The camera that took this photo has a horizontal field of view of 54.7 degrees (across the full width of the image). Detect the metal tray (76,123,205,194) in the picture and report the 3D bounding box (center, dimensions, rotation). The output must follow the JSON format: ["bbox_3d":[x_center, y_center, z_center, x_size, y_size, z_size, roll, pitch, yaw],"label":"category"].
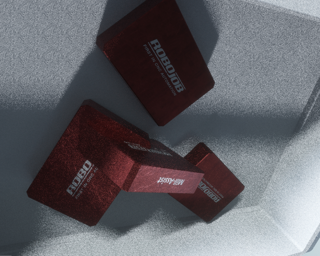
[{"bbox_3d":[-0.018,0.038,0.356,0.131,0.090,0.030,17,102,-52],"label":"metal tray"}]

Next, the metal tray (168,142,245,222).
[{"bbox_3d":[0.073,0.092,0.501,0.090,0.030,0.130,-44,129,2],"label":"metal tray"}]

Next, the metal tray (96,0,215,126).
[{"bbox_3d":[0.000,-0.074,0.360,0.090,0.030,0.130,-38,129,-3],"label":"metal tray"}]

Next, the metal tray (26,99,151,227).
[{"bbox_3d":[-0.082,0.043,0.366,0.090,0.030,0.130,32,101,-15],"label":"metal tray"}]
